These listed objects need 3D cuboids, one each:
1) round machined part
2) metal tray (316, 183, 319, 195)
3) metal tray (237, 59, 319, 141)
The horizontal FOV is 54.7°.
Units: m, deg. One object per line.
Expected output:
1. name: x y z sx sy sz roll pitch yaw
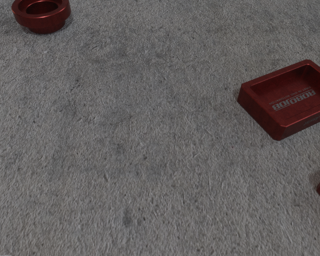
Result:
1. round machined part: -0.212 -0.208 0.566 0.099 0.042 0.098 0 50 0
2. metal tray: 0.256 0.076 0.337 0.131 0.030 0.090 -15 52 -13
3. metal tray: 0.189 -0.044 0.437 0.131 0.030 0.090 -22 53 -18
